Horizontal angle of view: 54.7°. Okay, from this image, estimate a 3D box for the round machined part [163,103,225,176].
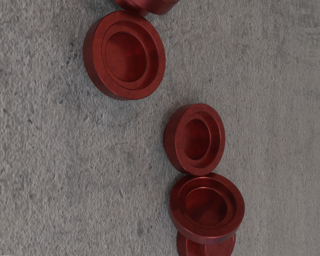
[{"bbox_3d":[0.043,0.016,0.430,0.099,0.042,0.097,0,90,-40],"label":"round machined part"}]

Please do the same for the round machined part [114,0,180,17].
[{"bbox_3d":[-0.026,-0.168,0.354,0.098,0.042,0.098,28,44,-31],"label":"round machined part"}]

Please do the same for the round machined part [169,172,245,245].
[{"bbox_3d":[0.061,0.111,0.421,0.099,0.098,0.042,-40,149,-33],"label":"round machined part"}]

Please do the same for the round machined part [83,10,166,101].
[{"bbox_3d":[-0.044,-0.080,0.357,0.099,0.042,0.097,0,90,-40],"label":"round machined part"}]

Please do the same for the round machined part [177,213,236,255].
[{"bbox_3d":[0.074,0.161,0.456,0.099,0.042,0.097,0,90,-40],"label":"round machined part"}]
